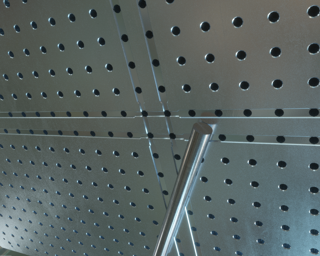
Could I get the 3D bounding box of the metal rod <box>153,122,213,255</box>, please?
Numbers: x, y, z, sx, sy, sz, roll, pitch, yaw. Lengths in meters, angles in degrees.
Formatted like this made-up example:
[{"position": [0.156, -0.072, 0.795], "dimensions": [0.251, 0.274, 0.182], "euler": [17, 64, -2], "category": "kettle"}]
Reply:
[{"position": [0.025, 0.118, 0.471], "dimensions": [0.025, 0.025, 0.298], "euler": [24, 127, 14], "category": "metal rod"}]
